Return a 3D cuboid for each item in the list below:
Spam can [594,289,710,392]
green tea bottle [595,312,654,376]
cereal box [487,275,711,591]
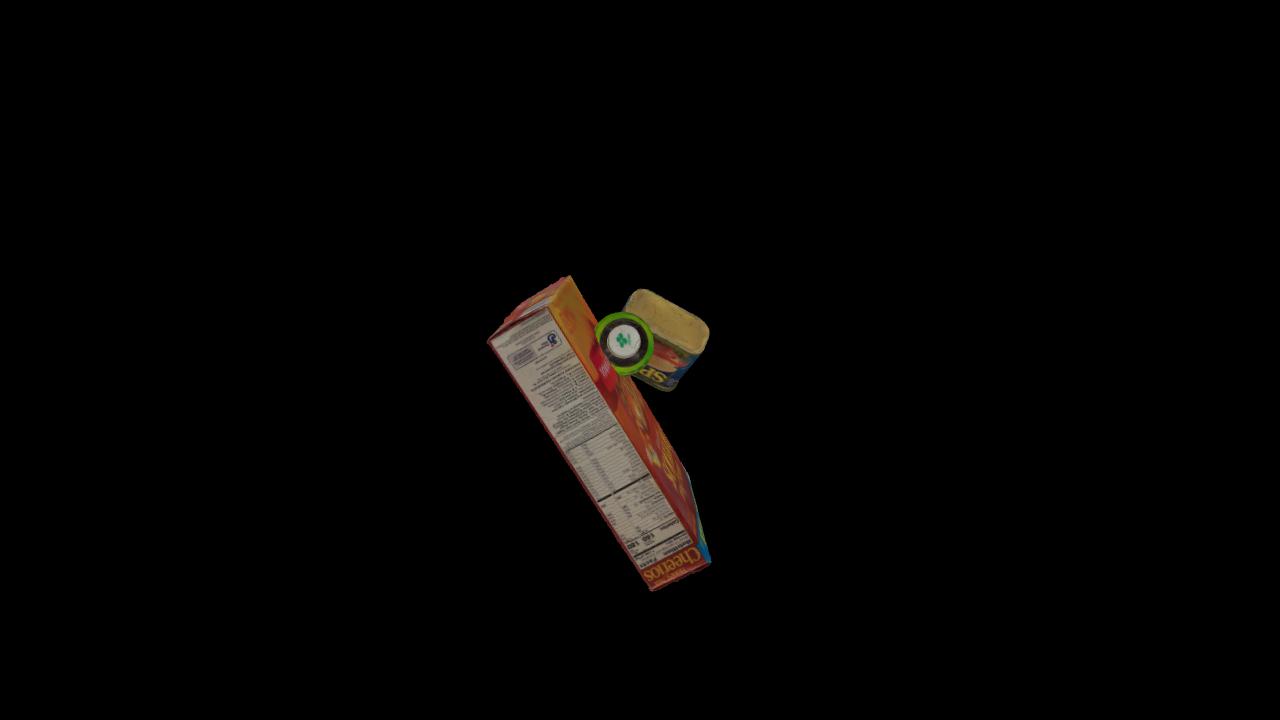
[{"bbox_3d":[0.017,-0.022,0.691,0.101,0.058,0.085,28,-37,-6],"label":"Spam can"},{"bbox_3d":[-0.020,-0.015,0.685,0.073,0.073,0.212,0,0,-5],"label":"green tea bottle"},{"bbox_3d":[-0.034,0.066,0.668,0.081,0.306,0.203,-30,13,6],"label":"cereal box"}]
